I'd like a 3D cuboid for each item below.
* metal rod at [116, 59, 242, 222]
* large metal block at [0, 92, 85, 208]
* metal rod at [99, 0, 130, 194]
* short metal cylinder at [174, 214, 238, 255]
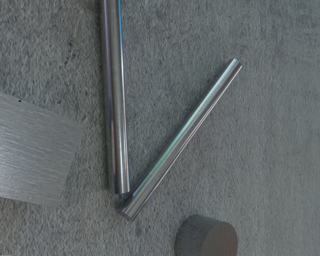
[{"bbox_3d":[0.040,0.001,0.440,0.301,0.025,0.025,-52,121,-28],"label":"metal rod"},{"bbox_3d":[-0.128,0.021,0.282,0.080,0.050,0.080,26,74,-37],"label":"large metal block"},{"bbox_3d":[-0.054,-0.074,0.360,0.025,0.025,0.298,-5,93,-40],"label":"metal rod"},{"bbox_3d":[0.068,0.171,0.448,0.081,0.050,0.079,0,90,-40],"label":"short metal cylinder"}]
